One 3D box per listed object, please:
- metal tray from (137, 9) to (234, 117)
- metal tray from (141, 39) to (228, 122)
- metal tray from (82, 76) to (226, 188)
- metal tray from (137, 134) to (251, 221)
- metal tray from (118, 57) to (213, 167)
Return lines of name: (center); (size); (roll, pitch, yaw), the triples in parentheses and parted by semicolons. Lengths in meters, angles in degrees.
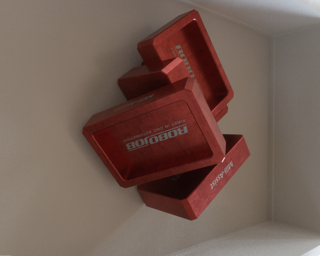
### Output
metal tray: (0.038, -0.071, 0.396); (0.090, 0.030, 0.130); (-44, 116, -31)
metal tray: (0.039, -0.055, 0.438); (0.090, 0.030, 0.130); (-41, 114, -31)
metal tray: (-0.006, 0.010, 0.334); (0.090, 0.130, 0.030); (60, 25, -23)
metal tray: (0.045, 0.055, 0.402); (0.131, 0.090, 0.030); (-40, 115, -33)
metal tray: (0.014, -0.015, 0.374); (0.030, 0.090, 0.130); (-45, 117, -31)
